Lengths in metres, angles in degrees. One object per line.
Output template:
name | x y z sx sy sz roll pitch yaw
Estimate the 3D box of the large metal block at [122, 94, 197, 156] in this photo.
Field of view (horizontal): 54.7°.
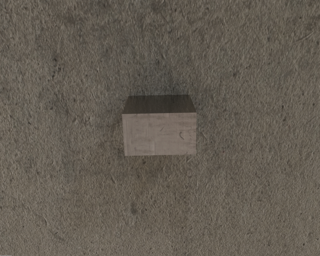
large metal block | 0.000 -0.006 0.380 0.081 0.080 0.050 -1 110 0
